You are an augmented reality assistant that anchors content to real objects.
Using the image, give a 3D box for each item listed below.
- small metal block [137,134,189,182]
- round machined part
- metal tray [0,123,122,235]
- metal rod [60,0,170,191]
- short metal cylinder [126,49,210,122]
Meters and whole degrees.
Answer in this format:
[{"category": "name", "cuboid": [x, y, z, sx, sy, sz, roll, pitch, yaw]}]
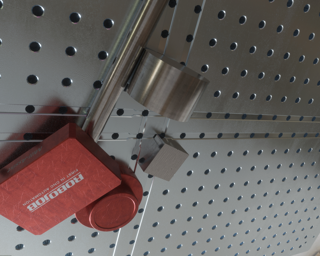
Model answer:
[{"category": "small metal block", "cuboid": [0.005, 0.043, 0.443, 0.050, 0.025, 0.050, 28, 103, -38]}, {"category": "round machined part", "cuboid": [-0.068, 0.103, 0.428, 0.099, 0.042, 0.097, -14, 125, -21]}, {"category": "metal tray", "cuboid": [-0.123, 0.063, 0.360, 0.130, 0.030, 0.090, -33, 125, 7]}, {"category": "metal rod", "cuboid": [-0.051, -0.051, 0.352, 0.025, 0.025, 0.298, 18, 109, -36]}, {"category": "short metal cylinder", "cuboid": [0.009, -0.049, 0.352, 0.081, 0.080, 0.050, 16, 110, -35]}]
